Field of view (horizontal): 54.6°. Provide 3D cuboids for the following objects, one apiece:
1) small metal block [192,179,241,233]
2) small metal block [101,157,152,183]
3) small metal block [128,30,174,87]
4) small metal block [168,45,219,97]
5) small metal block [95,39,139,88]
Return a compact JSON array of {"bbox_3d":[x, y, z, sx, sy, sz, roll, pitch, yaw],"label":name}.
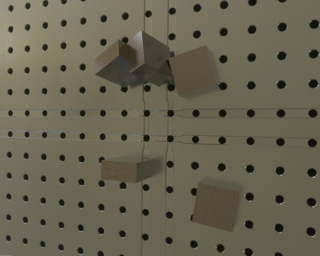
[{"bbox_3d":[0.071,0.096,0.388,0.050,0.025,0.050,10,93,19],"label":"small metal block"},{"bbox_3d":[-0.044,0.055,0.415,0.050,0.050,0.025,2,91,20],"label":"small metal block"},{"bbox_3d":[-0.012,-0.087,0.393,0.025,0.050,0.050,-27,58,37],"label":"small metal block"},{"bbox_3d":[0.044,-0.071,0.397,0.050,0.025,0.050,-16,85,19],"label":"small metal block"},{"bbox_3d":[-0.050,-0.083,0.408,0.050,0.050,0.025,-28,57,37],"label":"small metal block"}]
